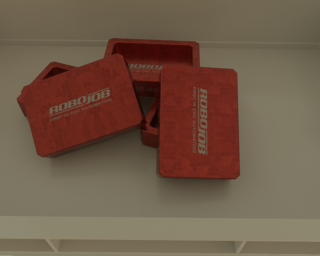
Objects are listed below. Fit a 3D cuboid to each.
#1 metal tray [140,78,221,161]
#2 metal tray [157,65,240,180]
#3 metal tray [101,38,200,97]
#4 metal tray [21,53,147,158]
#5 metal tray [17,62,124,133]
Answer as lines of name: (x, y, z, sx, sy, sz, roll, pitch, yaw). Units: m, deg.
metal tray: (0.038, -0.024, 0.420, 0.090, 0.030, 0.130, 15, 51, 12)
metal tray: (0.044, -0.006, 0.363, 0.091, 0.030, 0.129, 3, 78, -6)
metal tray: (-0.011, -0.085, 0.431, 0.131, 0.030, 0.090, 3, 50, 2)
metal tray: (-0.092, -0.025, 0.376, 0.131, 0.030, 0.090, -19, 81, 4)
metal tray: (-0.115, -0.042, 0.432, 0.131, 0.030, 0.090, 15, 52, 12)
